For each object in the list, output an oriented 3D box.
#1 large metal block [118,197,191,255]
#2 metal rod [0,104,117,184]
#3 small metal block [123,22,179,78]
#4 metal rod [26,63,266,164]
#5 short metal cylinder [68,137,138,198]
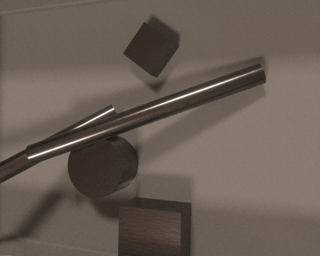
[{"bbox_3d":[-0.006,0.138,0.398,0.080,0.050,0.079,1,91,19],"label":"large metal block"},{"bbox_3d":[-0.193,0.049,0.413,0.301,0.025,0.025,-29,80,-8],"label":"metal rod"},{"bbox_3d":[-0.012,-0.104,0.414,0.050,0.025,0.050,40,102,15],"label":"small metal block"},{"bbox_3d":[-0.021,-0.016,0.381,0.301,0.025,0.025,-19,84,5],"label":"metal rod"},{"bbox_3d":[-0.077,0.050,0.423,0.080,0.050,0.079,0,90,19],"label":"short metal cylinder"}]
